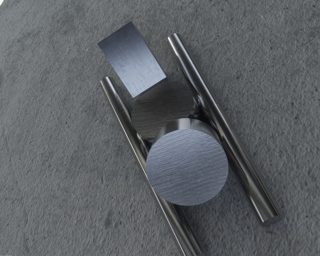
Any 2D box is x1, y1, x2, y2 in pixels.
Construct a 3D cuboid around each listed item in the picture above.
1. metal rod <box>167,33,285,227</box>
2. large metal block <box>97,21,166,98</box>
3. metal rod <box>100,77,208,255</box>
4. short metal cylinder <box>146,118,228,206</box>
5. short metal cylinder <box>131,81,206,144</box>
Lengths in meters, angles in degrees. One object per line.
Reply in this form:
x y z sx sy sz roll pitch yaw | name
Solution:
0.065 -0.023 0.385 0.025 0.025 0.299 -28 52 10 | metal rod
-0.034 -0.093 0.425 0.050 0.080 0.080 -32 10 8 | large metal block
-0.024 0.029 0.399 0.025 0.025 0.300 -35 51 5 | metal rod
0.028 0.034 0.327 0.080 0.080 0.050 -28 10 10 | short metal cylinder
0.011 -0.012 0.391 0.080 0.050 0.080 -13 56 21 | short metal cylinder
